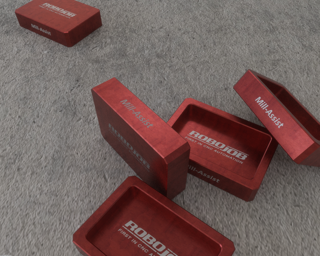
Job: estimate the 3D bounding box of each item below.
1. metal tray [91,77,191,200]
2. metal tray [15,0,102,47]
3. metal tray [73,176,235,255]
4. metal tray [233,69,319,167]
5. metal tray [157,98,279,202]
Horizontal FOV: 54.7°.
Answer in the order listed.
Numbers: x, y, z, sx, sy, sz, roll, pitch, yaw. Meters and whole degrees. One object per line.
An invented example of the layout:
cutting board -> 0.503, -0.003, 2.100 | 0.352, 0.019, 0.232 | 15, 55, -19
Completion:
metal tray -> -0.024, 0.013, 0.349 | 0.030, 0.090, 0.130 | -33, 58, -24
metal tray -> -0.185, -0.202, 0.569 | 0.130, 0.030, 0.090 | 26, 55, 20
metal tray -> -0.006, 0.116, 0.302 | 0.130, 0.030, 0.090 | 30, 56, 23
metal tray -> 0.157, -0.012, 0.380 | 0.091, 0.030, 0.130 | 10, 39, -40
metal tray -> 0.069, 0.021, 0.382 | 0.130, 0.030, 0.090 | 24, 54, 19
